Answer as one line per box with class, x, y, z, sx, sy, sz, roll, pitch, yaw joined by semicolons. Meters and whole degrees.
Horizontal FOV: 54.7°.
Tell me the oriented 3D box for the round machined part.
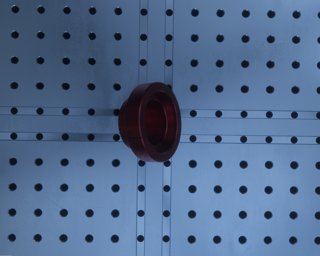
round machined part;-0.015;-0.006;0.385;0.042;0.099;0.097;-2;90;31
